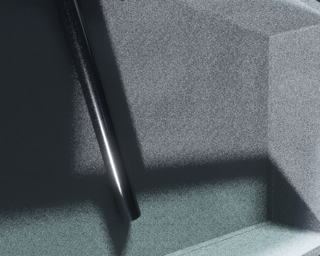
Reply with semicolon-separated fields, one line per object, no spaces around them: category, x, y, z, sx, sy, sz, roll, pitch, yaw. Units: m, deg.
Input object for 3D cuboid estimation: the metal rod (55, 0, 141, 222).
metal rod;-0.071;-0.033;0.348;0.025;0.025;0.298;-24;105;-38
